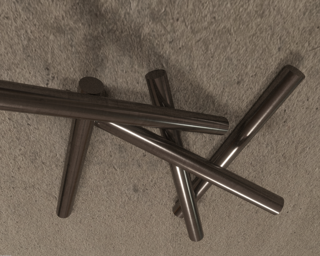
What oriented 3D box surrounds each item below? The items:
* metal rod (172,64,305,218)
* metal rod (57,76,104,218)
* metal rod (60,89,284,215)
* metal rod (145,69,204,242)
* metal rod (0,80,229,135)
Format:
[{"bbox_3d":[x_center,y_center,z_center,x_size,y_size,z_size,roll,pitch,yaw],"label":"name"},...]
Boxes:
[{"bbox_3d":[0.094,0.039,0.441,0.025,0.025,0.298,19,128,-16],"label":"metal rod"},{"bbox_3d":[-0.116,0.049,0.419,0.025,0.025,0.298,14,137,-12],"label":"metal rod"},{"bbox_3d":[0.016,0.032,0.385,0.301,0.025,0.025,27,126,-3],"label":"metal rod"},{"bbox_3d":[0.028,0.059,0.436,0.025,0.025,0.298,-10,123,8],"label":"metal rod"},{"bbox_3d":[-0.040,-0.017,0.320,0.302,0.025,0.025,7,134,-36],"label":"metal rod"}]
